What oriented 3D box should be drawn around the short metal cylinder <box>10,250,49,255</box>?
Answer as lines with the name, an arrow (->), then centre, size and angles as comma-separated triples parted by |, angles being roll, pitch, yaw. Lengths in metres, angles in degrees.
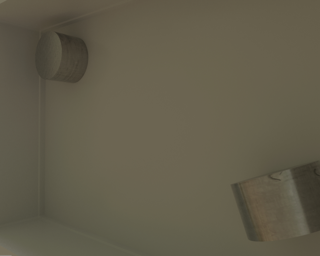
short metal cylinder -> -0.247, 0.272, 0.574 | 0.080, 0.081, 0.050 | 14, 99, 39

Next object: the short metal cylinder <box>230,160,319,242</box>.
short metal cylinder -> 0.111, 0.065, 0.279 | 0.080, 0.081, 0.050 | -25, 74, 37

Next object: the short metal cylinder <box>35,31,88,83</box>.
short metal cylinder -> -0.167, -0.119, 0.525 | 0.080, 0.050, 0.079 | 0, 90, 39
